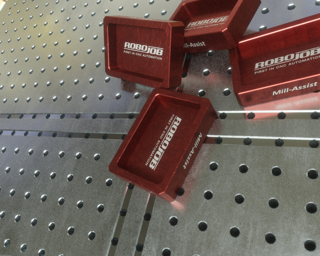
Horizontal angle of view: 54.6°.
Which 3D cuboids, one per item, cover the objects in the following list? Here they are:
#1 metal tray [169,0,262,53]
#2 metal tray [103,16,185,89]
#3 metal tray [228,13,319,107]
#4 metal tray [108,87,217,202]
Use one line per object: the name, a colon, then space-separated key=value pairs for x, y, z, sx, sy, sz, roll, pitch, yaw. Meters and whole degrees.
metal tray: x=0.065 y=-0.151 z=0.440 sx=0.130 sy=0.030 sz=0.090 roll=9 pitch=61 yaw=47
metal tray: x=-0.027 y=-0.113 z=0.453 sx=0.130 sy=0.089 sz=0.030 roll=20 pitch=29 yaw=35
metal tray: x=0.153 y=-0.083 z=0.375 sx=0.130 sy=0.030 sz=0.090 roll=-12 pitch=56 yaw=21
metal tray: x=0.004 y=0.016 z=0.394 sx=0.090 sy=0.030 sz=0.130 roll=18 pitch=71 yaw=35
